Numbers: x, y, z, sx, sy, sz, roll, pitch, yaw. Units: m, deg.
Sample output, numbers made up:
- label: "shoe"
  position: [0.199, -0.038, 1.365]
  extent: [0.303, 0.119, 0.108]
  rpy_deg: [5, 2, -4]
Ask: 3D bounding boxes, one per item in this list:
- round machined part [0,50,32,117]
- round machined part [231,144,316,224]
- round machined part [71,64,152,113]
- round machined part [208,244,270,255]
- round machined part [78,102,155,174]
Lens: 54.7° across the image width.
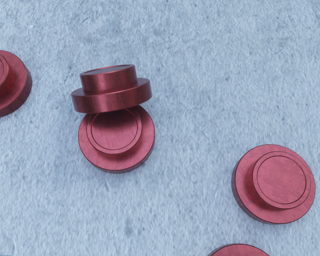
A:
- label: "round machined part"
  position: [-0.232, -0.066, 0.420]
  extent: [0.099, 0.042, 0.098]
  rpy_deg: [0, 70, -1]
- label: "round machined part"
  position: [0.141, 0.066, 0.377]
  extent: [0.099, 0.042, 0.098]
  rpy_deg: [0, 70, -1]
- label: "round machined part"
  position: [-0.062, -0.053, 0.386]
  extent: [0.099, 0.098, 0.042]
  rpy_deg: [-10, 108, -4]
- label: "round machined part"
  position: [0.091, 0.177, 0.335]
  extent: [0.099, 0.042, 0.098]
  rpy_deg: [0, 70, -1]
- label: "round machined part"
  position: [-0.055, 0.006, 0.396]
  extent: [0.099, 0.042, 0.098]
  rpy_deg: [0, 70, -1]
